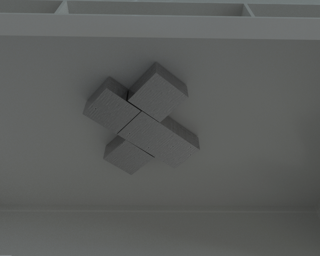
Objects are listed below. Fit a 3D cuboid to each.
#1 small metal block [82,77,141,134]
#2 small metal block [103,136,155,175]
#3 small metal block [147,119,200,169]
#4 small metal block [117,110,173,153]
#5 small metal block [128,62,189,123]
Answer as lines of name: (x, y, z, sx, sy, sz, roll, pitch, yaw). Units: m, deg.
small metal block: (-0.058, -0.027, 0.383, 0.050, 0.025, 0.050, 34, 122, -26)
small metal block: (-0.043, 0.034, 0.435, 0.050, 0.025, 0.050, 35, 123, -26)
small metal block: (0.018, 0.023, 0.426, 0.050, 0.025, 0.050, 34, 122, -26)
small metal block: (-0.019, -0.002, 0.404, 0.050, 0.025, 0.050, 34, 122, -26)
small metal block: (-0.002, -0.042, 0.370, 0.050, 0.025, 0.050, 34, 121, -26)
